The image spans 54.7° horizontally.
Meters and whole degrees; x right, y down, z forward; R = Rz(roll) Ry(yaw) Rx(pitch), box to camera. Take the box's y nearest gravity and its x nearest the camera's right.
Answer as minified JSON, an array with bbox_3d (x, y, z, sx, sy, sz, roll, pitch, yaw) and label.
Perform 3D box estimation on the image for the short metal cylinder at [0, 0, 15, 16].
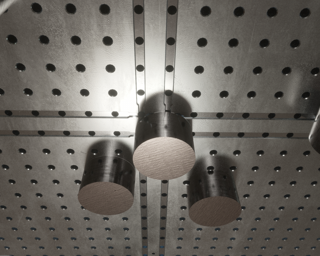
[{"bbox_3d":[-0.177,-0.134,0.278,0.081,0.050,0.079,0,130,0],"label":"short metal cylinder"}]

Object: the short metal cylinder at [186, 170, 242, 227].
[{"bbox_3d":[0.084,0.113,0.493,0.081,0.050,0.079,0,130,0],"label":"short metal cylinder"}]

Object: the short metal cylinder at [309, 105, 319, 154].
[{"bbox_3d":[0.233,0.001,0.380,0.081,0.080,0.050,-2,130,1],"label":"short metal cylinder"}]

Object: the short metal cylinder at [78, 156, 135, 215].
[{"bbox_3d":[-0.079,0.088,0.469,0.081,0.050,0.079,0,130,0],"label":"short metal cylinder"}]

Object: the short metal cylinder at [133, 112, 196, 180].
[{"bbox_3d":[0.005,0.025,0.417,0.081,0.050,0.079,0,130,0],"label":"short metal cylinder"}]
